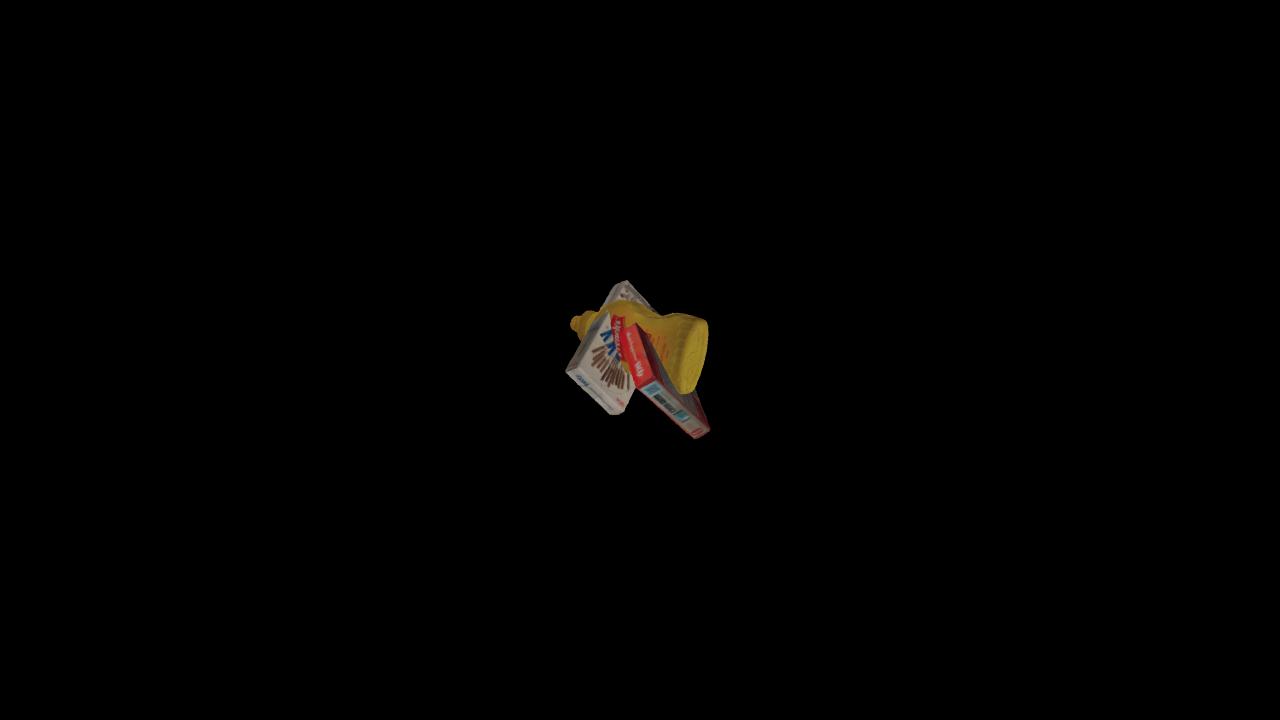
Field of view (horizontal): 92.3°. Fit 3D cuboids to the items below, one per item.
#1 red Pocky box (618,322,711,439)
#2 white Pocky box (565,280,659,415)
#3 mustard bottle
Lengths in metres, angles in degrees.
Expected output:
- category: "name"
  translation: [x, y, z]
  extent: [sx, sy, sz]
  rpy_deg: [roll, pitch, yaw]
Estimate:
- category: "red Pocky box"
  translation: [0.031, 0.027, 0.720]
  extent: [0.028, 0.083, 0.155]
  rpy_deg: [-29, -39, 15]
- category: "white Pocky box"
  translation: [-0.026, -0.018, 0.747]
  extent: [0.028, 0.154, 0.084]
  rpy_deg: [-19, -55, 43]
- category: "mustard bottle"
  translation: [-0.011, -0.025, 0.740]
  extent: [0.184, 0.092, 0.054]
  rpy_deg: [18, 18, 32]
